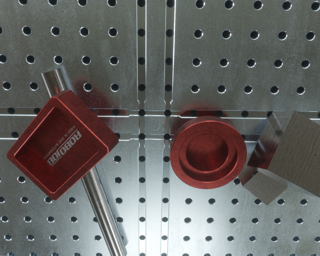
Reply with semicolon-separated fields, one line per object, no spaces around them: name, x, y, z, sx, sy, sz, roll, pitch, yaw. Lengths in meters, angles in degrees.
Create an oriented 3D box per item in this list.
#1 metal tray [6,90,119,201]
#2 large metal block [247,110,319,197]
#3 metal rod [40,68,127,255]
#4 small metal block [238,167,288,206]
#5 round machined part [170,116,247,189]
metal tray;-0.126;0.025;0.393;0.090;0.030;0.130;46;119;-6
large metal block;0.174;0.032;0.400;0.080;0.050;0.080;28;84;-10
metal rod;-0.100;0.064;0.435;0.025;0.025;0.298;-14;110;4
small metal block;0.151;0.074;0.443;0.050;0.025;0.050;39;105;-14
round machined part;0.062;0.029;0.416;0.099;0.042;0.097;0;110;-1
